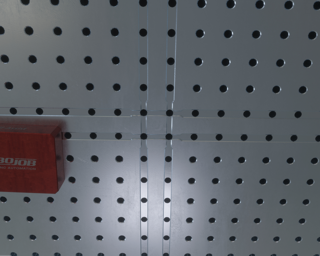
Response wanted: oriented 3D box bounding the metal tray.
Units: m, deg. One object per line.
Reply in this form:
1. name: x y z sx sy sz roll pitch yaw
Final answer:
1. metal tray: -0.203 0.042 0.424 0.131 0.030 0.089 3 110 -1
